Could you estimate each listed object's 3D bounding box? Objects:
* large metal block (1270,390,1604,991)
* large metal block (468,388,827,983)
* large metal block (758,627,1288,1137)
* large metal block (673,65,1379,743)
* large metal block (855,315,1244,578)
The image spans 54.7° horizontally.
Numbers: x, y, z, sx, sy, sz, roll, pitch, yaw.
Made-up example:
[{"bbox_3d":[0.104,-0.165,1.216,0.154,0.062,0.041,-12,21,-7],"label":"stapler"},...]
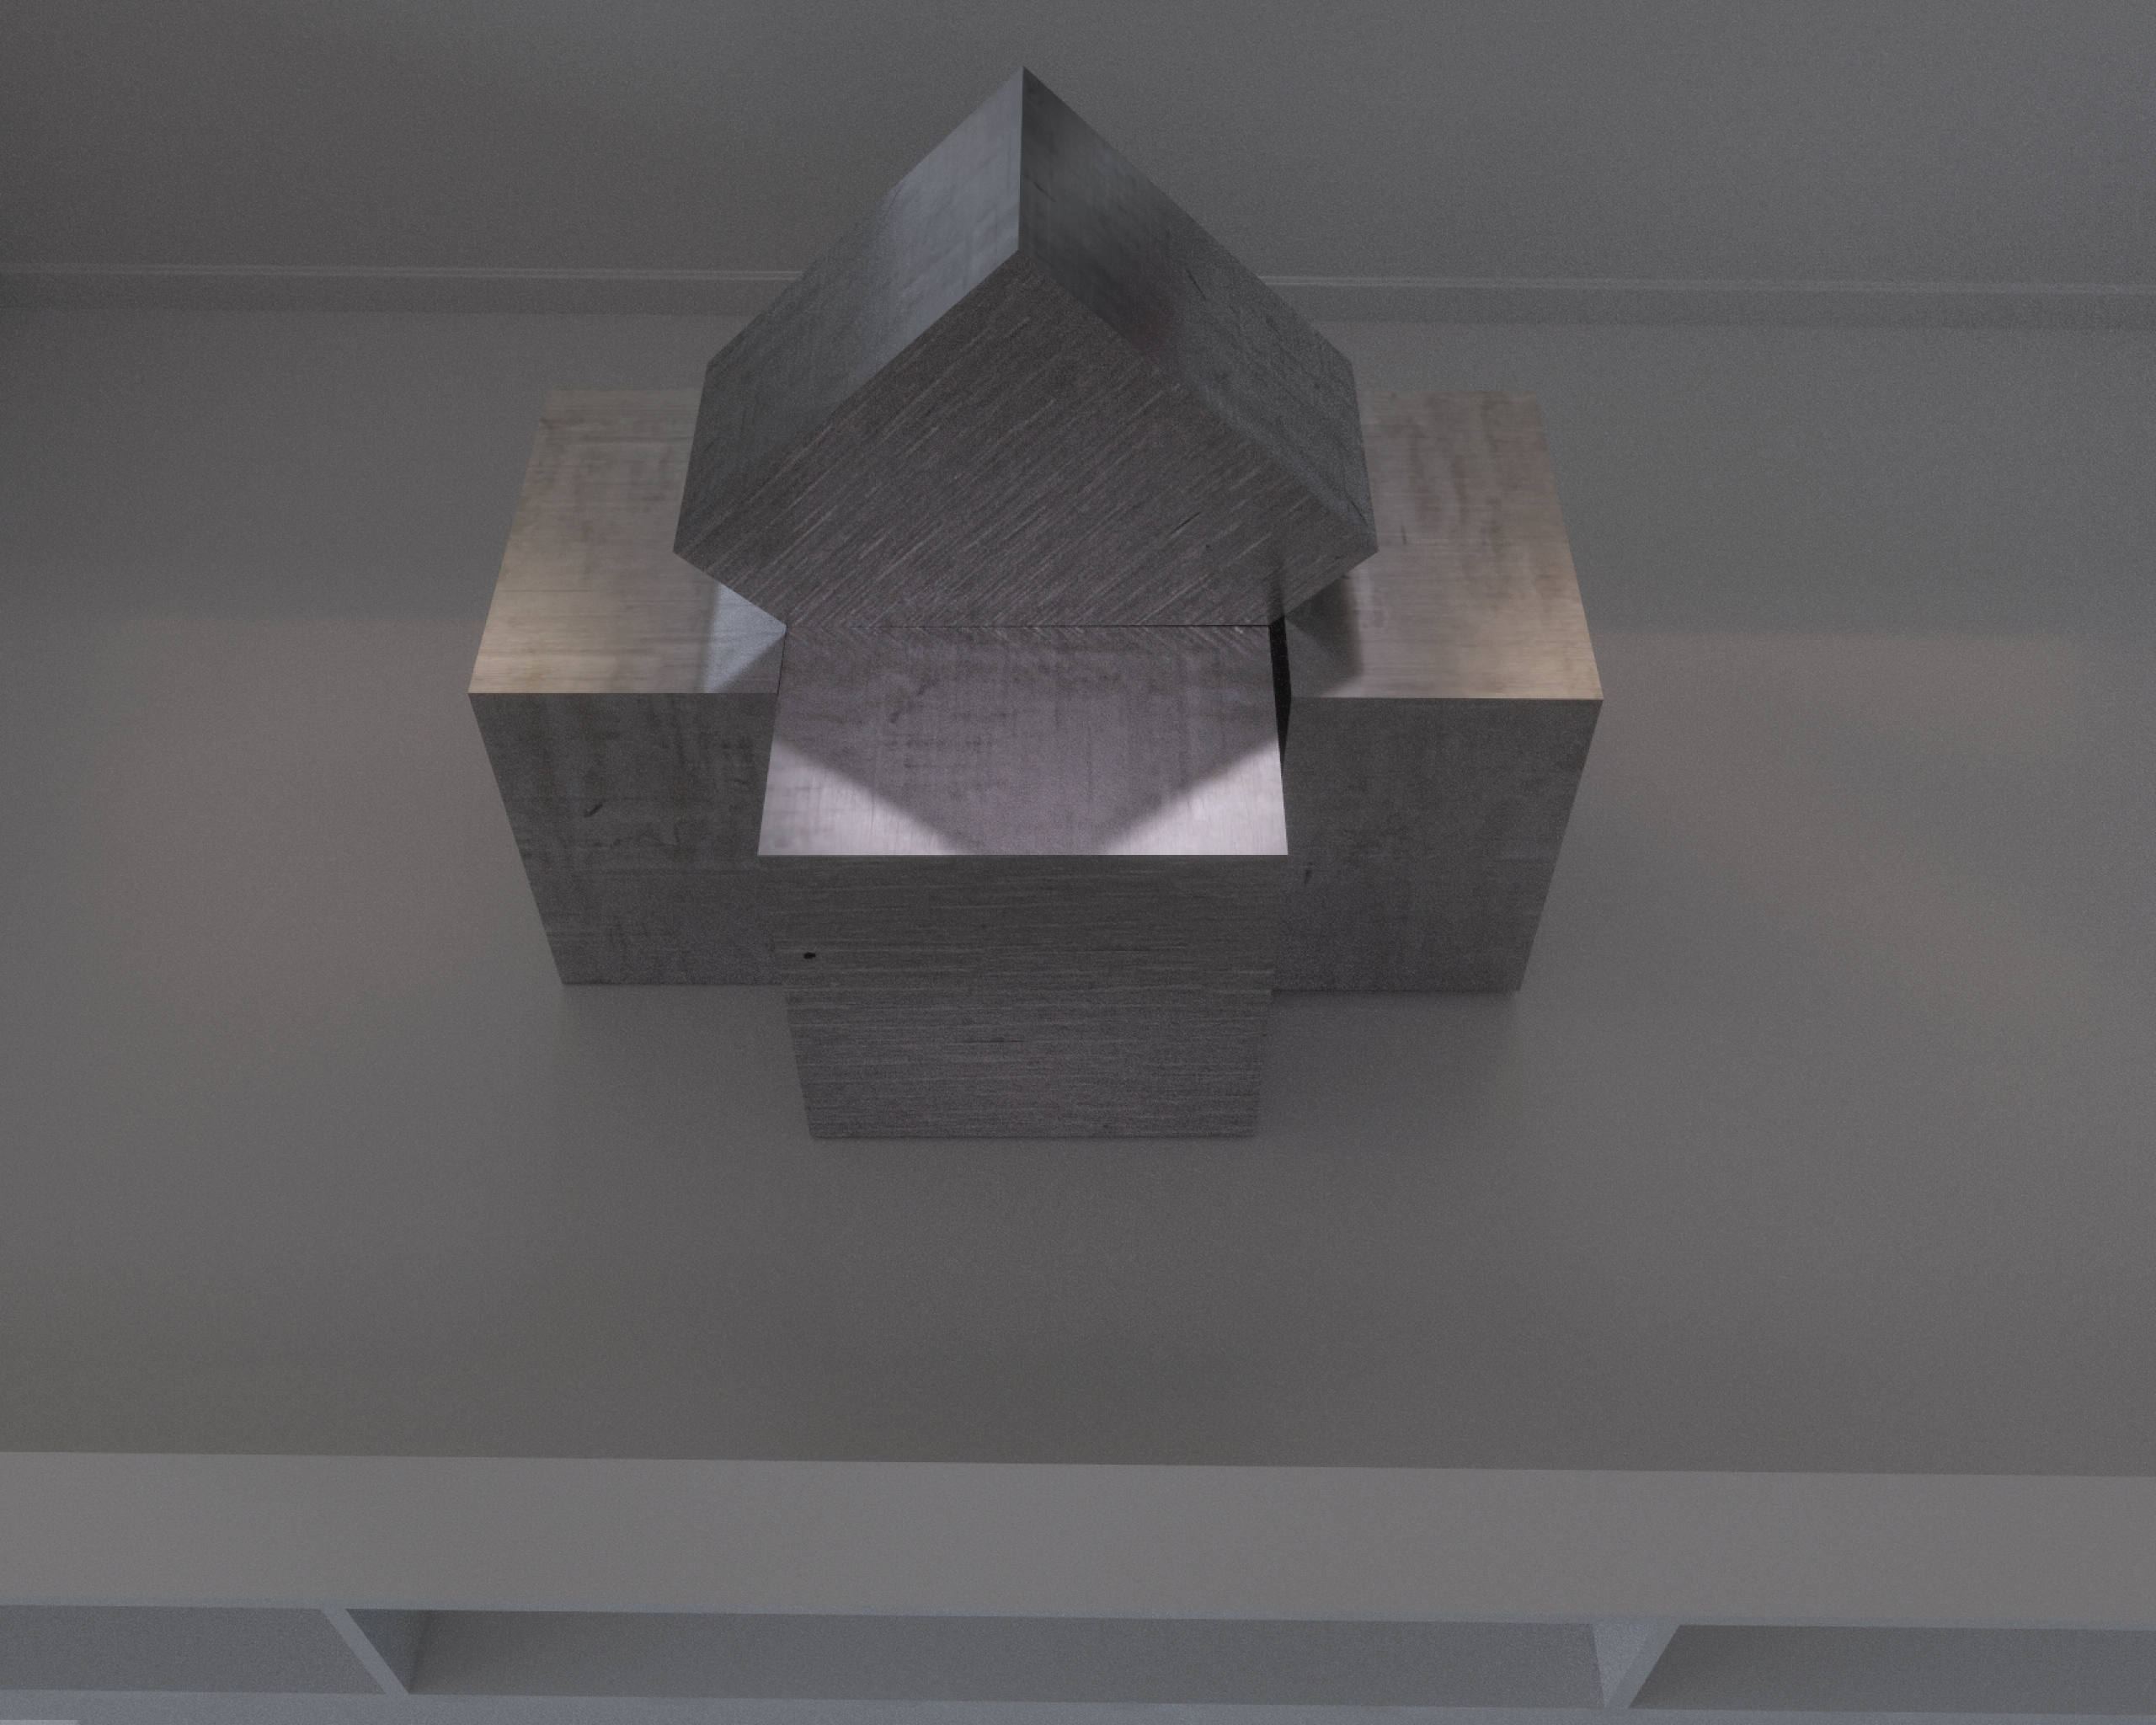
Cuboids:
[{"bbox_3d":[0.059,-0.032,0.392,0.050,0.080,0.080,0,50,0],"label":"large metal block"},{"bbox_3d":[-0.074,-0.033,0.395,0.050,0.080,0.080,0,50,0],"label":"large metal block"},{"bbox_3d":[-0.008,0.005,0.363,0.081,0.080,0.050,0,50,0],"label":"large metal block"},{"bbox_3d":[-0.008,-0.069,0.352,0.080,0.080,0.050,33,40,-33],"label":"large metal block"},{"bbox_3d":[-0.008,-0.072,0.428,0.081,0.080,0.050,0,50,0],"label":"large metal block"}]
